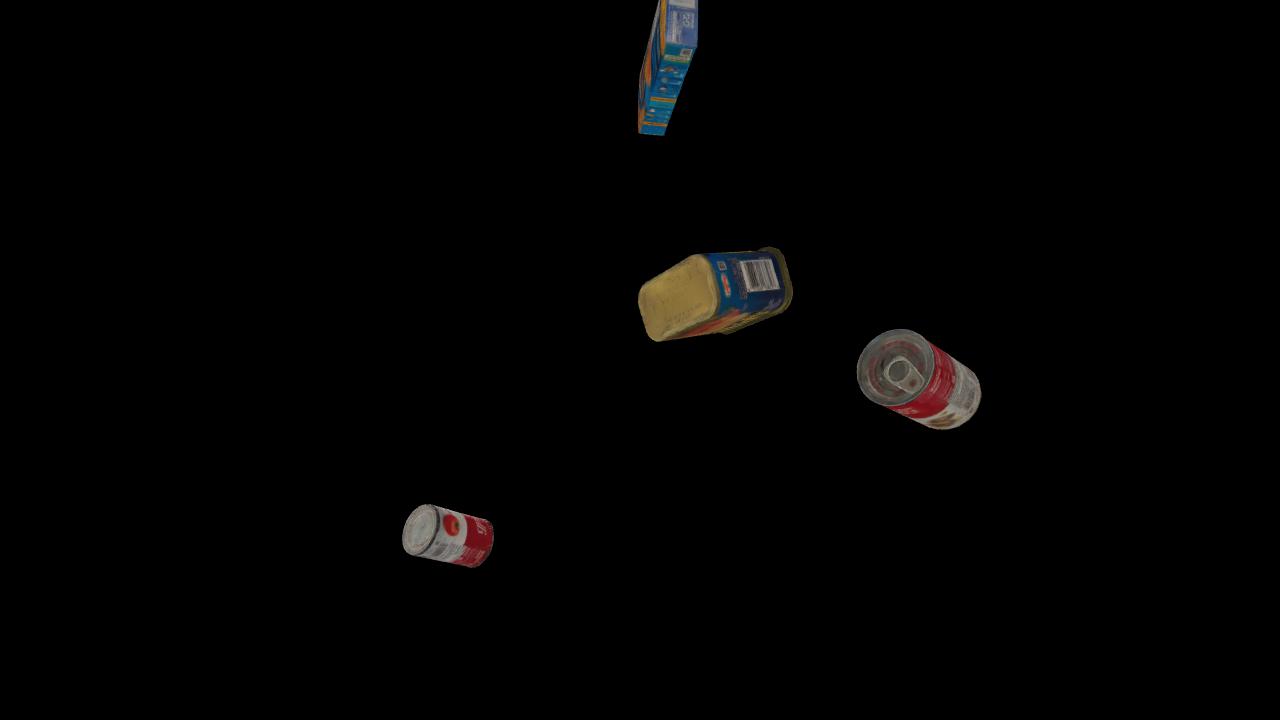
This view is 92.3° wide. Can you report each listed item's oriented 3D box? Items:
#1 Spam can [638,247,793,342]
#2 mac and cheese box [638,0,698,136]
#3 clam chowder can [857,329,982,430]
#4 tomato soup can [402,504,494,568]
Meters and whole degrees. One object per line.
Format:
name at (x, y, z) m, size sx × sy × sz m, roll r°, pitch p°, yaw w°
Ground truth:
Spam can at (0.060, -0.054, 0.517) m, size 0.085 × 0.058 × 0.101 m, roll -9°, pitch -9°, yaw -36°
mac and cheese box at (0.030, -0.355, 0.730) m, size 0.041 × 0.093 × 0.184 m, roll 2°, pitch -9°, yaw -9°
clam chowder can at (0.249, 0.020, 0.544) m, size 0.102 × 0.068 × 0.068 m, roll 20°, pitch -13°, yaw -38°
tomato soup can at (-0.256, 0.236, 0.822) m, size 0.068 × 0.068 × 0.101 m, roll 0°, pitch -23°, yaw 37°
